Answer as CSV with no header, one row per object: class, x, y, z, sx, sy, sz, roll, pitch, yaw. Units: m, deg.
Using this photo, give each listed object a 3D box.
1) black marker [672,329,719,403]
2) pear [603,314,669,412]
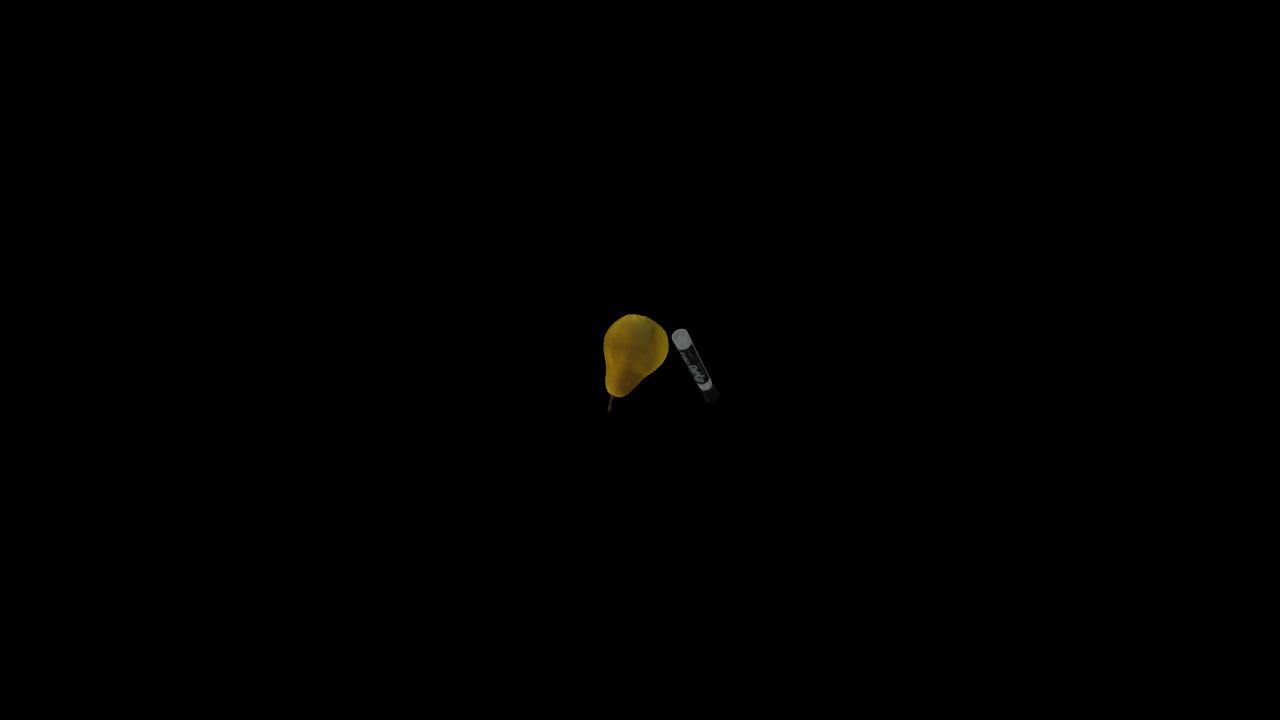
black marker,0.066,0.010,0.706,0.020,0.020,0.121,0,-39,30
pear,-0.016,0.004,0.704,0.080,0.111,0.080,23,-15,7
